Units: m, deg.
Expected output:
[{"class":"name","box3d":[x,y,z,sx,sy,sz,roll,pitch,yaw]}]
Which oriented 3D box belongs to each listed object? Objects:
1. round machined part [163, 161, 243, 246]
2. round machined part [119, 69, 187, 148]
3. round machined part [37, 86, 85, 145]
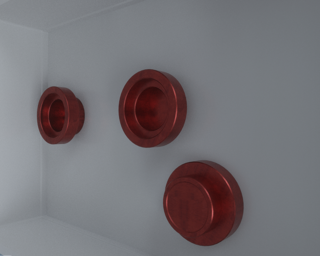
[{"class":"round machined part","box3d":[0.042,0.088,0.361,0.098,0.042,0.097,0,90,40]},{"class":"round machined part","box3d":[-0.005,-0.024,0.400,0.098,0.042,0.097,0,90,40]},{"class":"round machined part","box3d":[-0.167,-0.021,0.534,0.098,0.042,0.097,0,90,40]}]
